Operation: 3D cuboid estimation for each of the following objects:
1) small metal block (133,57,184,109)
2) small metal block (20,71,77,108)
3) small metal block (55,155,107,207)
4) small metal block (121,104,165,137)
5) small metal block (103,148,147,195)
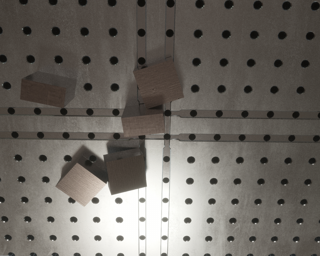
[{"bbox_3d":[-0.001,-0.057,0.392,0.050,0.025,0.050,-17,109,5],"label":"small metal block"},{"bbox_3d":[-0.135,-0.048,0.380,0.050,0.050,0.025,12,110,-5],"label":"small metal block"},{"bbox_3d":[-0.109,0.075,0.440,0.050,0.025,0.050,40,105,-14],"label":"small metal block"},{"bbox_3d":[-0.020,-0.012,0.396,0.050,0.050,0.025,-6,111,2],"label":"small metal block"},{"bbox_3d":[-0.048,0.059,0.427,0.050,0.025,0.050,-11,111,-16],"label":"small metal block"}]
